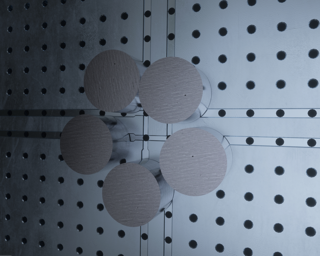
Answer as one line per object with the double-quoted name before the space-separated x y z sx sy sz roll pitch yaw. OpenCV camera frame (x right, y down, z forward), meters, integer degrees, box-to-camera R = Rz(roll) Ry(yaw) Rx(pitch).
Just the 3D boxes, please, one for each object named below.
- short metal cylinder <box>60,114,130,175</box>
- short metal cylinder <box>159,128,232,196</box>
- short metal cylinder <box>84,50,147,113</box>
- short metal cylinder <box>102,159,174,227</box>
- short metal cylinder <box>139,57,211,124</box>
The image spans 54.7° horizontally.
"short metal cylinder" -0.089 0.021 0.431 0.080 0.050 0.079 0 90 20
"short metal cylinder" 0.046 0.039 0.382 0.080 0.050 0.079 1 92 19
"short metal cylinder" -0.054 -0.060 0.418 0.080 0.050 0.079 0 90 19
"short metal cylinder" -0.028 0.083 0.408 0.080 0.050 0.080 0 90 20
"short metal cylinder" 0.020 -0.045 0.391 0.080 0.050 0.079 0 90 20
